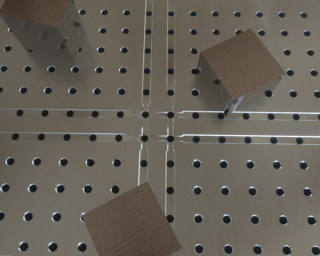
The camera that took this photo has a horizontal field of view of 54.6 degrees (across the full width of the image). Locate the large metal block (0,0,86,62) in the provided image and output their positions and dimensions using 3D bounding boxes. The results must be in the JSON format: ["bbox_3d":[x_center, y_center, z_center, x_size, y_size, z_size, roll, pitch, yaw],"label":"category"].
[{"bbox_3d":[-0.159,-0.145,0.435,0.080,0.080,0.050,15,71,5],"label":"large metal block"}]

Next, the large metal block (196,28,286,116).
[{"bbox_3d":[0.108,-0.077,0.427,0.080,0.050,0.080,-27,72,-10],"label":"large metal block"}]

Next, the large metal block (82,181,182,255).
[{"bbox_3d":[-0.031,0.119,0.355,0.080,0.050,0.080,-26,72,-9],"label":"large metal block"}]
